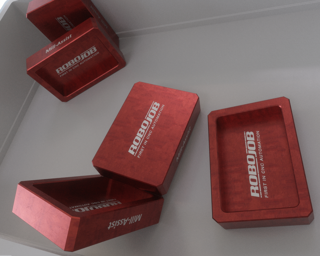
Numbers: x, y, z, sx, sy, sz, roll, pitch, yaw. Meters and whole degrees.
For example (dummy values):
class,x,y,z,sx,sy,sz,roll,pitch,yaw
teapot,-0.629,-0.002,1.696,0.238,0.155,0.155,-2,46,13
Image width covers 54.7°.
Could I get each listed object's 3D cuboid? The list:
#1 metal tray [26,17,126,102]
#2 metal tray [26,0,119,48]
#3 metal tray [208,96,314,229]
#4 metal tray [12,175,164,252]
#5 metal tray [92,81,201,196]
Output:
class,x,y,z,sx,sy,sz,roll,pitch,yaw
metal tray,-0.133,-0.105,0.498,0.130,0.090,0.030,-29,52,9
metal tray,-0.139,-0.165,0.513,0.090,0.130,0.030,-18,55,18
metal tray,0.101,0.035,0.327,0.090,0.030,0.130,-11,57,22
metal tray,-0.069,0.080,0.325,0.090,0.131,0.030,17,96,35
metal tray,-0.013,0.008,0.383,0.090,0.030,0.130,15,62,19
